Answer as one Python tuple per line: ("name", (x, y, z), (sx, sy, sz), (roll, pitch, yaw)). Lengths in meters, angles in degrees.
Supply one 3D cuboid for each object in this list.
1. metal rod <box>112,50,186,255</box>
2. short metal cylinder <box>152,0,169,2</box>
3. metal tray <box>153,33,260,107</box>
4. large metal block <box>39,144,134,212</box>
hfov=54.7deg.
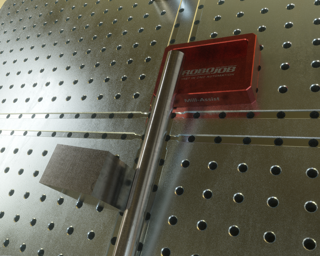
("metal rod", (-0.014, 0.043, 0.365), (0.025, 0.025, 0.299), (5, 71, 30))
("short metal cylinder", (0.005, -0.276, 0.559), (0.080, 0.050, 0.080), (-13, 56, 21))
("metal tray", (0.063, -0.076, 0.418), (0.130, 0.030, 0.090), (-1, 61, 27))
("large metal block", (-0.081, 0.063, 0.377), (0.080, 0.080, 0.050), (5, 64, 30))
